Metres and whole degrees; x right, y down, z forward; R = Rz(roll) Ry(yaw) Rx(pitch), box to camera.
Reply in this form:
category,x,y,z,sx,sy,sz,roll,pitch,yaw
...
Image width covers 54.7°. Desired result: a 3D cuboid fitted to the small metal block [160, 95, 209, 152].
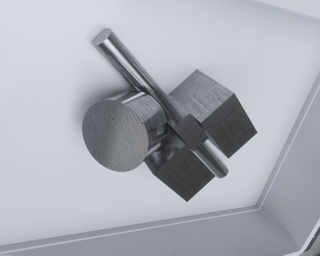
category,x,y,z,sx,sy,sz,roll,pitch,yaw
small metal block,0.026,-0.006,0.373,0.025,0.050,0.050,-42,130,0

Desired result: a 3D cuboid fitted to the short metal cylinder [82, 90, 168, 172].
category,x,y,z,sx,sy,sz,roll,pitch,yaw
short metal cylinder,-0.038,0.002,0.345,0.050,0.080,0.079,-36,145,-60

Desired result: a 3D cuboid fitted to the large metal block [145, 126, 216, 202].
category,x,y,z,sx,sy,sz,roll,pitch,yaw
large metal block,0.015,0.038,0.406,0.050,0.080,0.080,-43,130,1

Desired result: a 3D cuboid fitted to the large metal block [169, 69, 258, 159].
category,x,y,z,sx,sy,sz,roll,pitch,yaw
large metal block,0.068,-0.019,0.400,0.050,0.080,0.080,-42,130,1

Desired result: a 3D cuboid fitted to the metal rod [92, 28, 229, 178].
category,x,y,z,sx,sy,sz,roll,pitch,yaw
metal rod,0.021,-0.011,0.414,0.025,0.025,0.300,-43,130,1
